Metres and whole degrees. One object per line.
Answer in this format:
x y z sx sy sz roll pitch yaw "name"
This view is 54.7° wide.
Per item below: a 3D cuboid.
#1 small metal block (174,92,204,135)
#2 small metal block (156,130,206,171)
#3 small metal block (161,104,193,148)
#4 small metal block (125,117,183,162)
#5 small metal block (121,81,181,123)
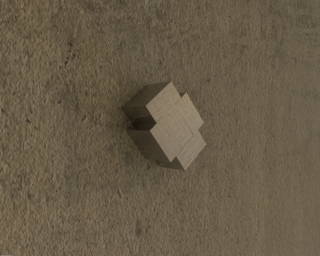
0.022 -0.018 0.410 0.025 0.050 0.050 -49 119 -29 "small metal block"
0.024 0.028 0.412 0.050 0.050 0.025 -47 119 -30 "small metal block"
0.007 -0.002 0.397 0.025 0.050 0.050 -48 119 -30 "small metal block"
-0.008 0.014 0.384 0.025 0.050 0.050 -48 119 -30 "small metal block"
-0.011 -0.031 0.382 0.050 0.050 0.025 -47 119 -30 "small metal block"
